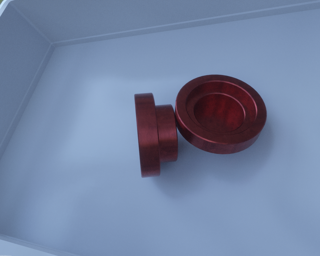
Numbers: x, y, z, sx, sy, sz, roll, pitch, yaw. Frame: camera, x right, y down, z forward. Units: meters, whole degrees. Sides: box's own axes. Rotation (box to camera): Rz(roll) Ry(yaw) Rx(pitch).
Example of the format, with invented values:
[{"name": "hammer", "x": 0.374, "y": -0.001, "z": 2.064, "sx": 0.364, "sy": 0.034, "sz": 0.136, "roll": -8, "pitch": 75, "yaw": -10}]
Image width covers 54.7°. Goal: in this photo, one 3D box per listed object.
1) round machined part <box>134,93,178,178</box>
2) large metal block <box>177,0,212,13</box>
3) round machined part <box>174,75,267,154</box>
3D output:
[{"name": "round machined part", "x": -0.005, "y": 0.007, "z": 0.363, "sx": 0.042, "sy": 0.098, "sz": 0.098, "roll": -5, "pitch": 56, "yaw": -4}, {"name": "large metal block", "x": 0.062, "y": -0.251, "z": 0.512, "sx": 0.080, "sy": 0.050, "sz": 0.080, "roll": -18, "pitch": 55, "yaw": 17}, {"name": "round machined part", "x": 0.065, "y": -0.012, "z": 0.351, "sx": 0.099, "sy": 0.042, "sz": 0.098, "roll": 1, "pitch": 54, "yaw": -2}]
